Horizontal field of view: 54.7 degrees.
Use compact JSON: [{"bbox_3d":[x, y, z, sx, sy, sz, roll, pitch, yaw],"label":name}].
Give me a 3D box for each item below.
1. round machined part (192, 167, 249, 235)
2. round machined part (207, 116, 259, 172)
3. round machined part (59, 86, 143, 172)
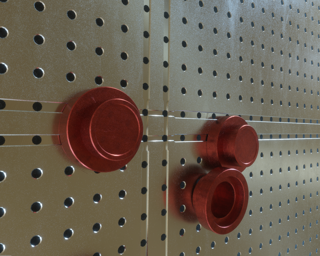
[{"bbox_3d":[0.088,0.107,0.472,0.099,0.042,0.097,-4,96,-38],"label":"round machined part"},{"bbox_3d":[0.125,0.028,0.506,0.099,0.042,0.097,0,90,-40],"label":"round machined part"},{"bbox_3d":[-0.058,0.002,0.351,0.099,0.042,0.097,0,90,-40],"label":"round machined part"}]
